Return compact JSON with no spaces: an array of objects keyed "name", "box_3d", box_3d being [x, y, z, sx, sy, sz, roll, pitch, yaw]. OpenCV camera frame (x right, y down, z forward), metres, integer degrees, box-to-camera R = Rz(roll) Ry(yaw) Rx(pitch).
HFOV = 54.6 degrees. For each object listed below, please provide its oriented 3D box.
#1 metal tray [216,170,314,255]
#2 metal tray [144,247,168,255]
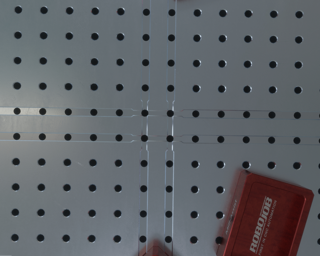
[{"name":"metal tray","box_3d":[0.138,0.131,0.411,0.090,0.030,0.129,16,90,0]},{"name":"metal tray","box_3d":[0.009,0.237,0.411,0.130,0.030,0.090,45,90,0]}]
